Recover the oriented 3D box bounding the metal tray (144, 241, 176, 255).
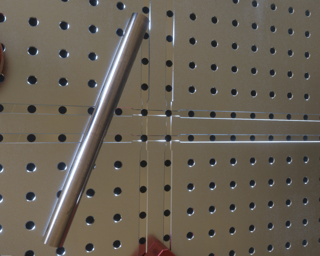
[{"bbox_3d":[0.016,0.229,0.416,0.130,0.030,0.090,46,76,-14],"label":"metal tray"}]

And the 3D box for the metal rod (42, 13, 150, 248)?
[{"bbox_3d":[-0.076,-0.003,0.384,0.025,0.025,0.299,22,83,-19],"label":"metal rod"}]

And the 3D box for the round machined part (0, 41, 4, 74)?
[{"bbox_3d":[-0.218,-0.076,0.323,0.099,0.042,0.097,0,90,-20],"label":"round machined part"}]
